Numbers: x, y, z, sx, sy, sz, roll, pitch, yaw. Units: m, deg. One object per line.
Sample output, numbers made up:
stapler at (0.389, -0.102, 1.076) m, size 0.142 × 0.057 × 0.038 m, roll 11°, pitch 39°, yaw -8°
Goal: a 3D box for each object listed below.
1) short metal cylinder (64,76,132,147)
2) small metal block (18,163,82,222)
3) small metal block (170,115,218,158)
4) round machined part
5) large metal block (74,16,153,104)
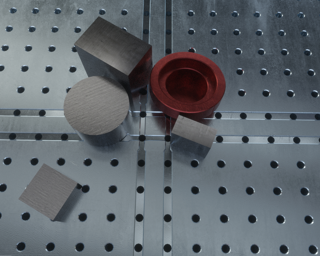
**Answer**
short metal cylinder at (-0.078, -0.021, 0.405) m, size 0.081 × 0.050 × 0.080 m, roll 0°, pitch 70°, yaw -1°
small metal block at (-0.133, 0.079, 0.381) m, size 0.050 × 0.025 × 0.050 m, roll 28°, pitch 72°, yaw 9°
small metal block at (0.041, 0.012, 0.395) m, size 0.050 × 0.050 × 0.025 m, roll 21°, pitch 72°, yaw 7°
round machined part at (0.035, -0.052, 0.417) m, size 0.099 × 0.042 × 0.098 m, roll 2°, pitch 61°, yaw -3°
large metal block at (-0.057, -0.088, 0.414) m, size 0.080 × 0.080 × 0.050 m, roll 31°, pitch 73°, yaw 10°
